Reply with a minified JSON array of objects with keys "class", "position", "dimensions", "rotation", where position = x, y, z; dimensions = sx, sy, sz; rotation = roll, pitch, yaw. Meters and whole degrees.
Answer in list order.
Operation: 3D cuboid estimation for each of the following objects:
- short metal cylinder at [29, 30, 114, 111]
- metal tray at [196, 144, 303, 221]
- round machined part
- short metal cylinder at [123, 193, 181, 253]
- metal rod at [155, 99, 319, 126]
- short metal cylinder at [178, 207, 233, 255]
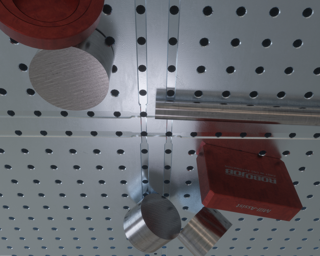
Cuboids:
[{"class":"short metal cylinder","position":[-0.093,-0.065,0.337],"dimensions":[0.081,0.050,0.079],"rotation":[0,133,0]},{"class":"metal tray","position":[0.121,0.075,0.433],"dimensions":[0.131,0.090,0.030],"rotation":[12,129,-10]},{"class":"round machined part","position":[-0.102,-0.115,0.278],"dimensions":[0.099,0.098,0.042],"rotation":[16,163,-14]},{"class":"short metal cylinder","position":[-0.012,0.155,0.507],"dimensions":[0.080,0.080,0.050],"rotation":[29,124,-23]},{"class":"metal rod","position":[0.145,-0.017,0.397],"dimensions":[0.302,0.025,0.025],"rotation":[2,130,-3]},{"class":"short metal cylinder","position":[0.075,0.171,0.514],"dimensions":[0.050,0.081,0.079],"rotation":[42,131,21]}]
